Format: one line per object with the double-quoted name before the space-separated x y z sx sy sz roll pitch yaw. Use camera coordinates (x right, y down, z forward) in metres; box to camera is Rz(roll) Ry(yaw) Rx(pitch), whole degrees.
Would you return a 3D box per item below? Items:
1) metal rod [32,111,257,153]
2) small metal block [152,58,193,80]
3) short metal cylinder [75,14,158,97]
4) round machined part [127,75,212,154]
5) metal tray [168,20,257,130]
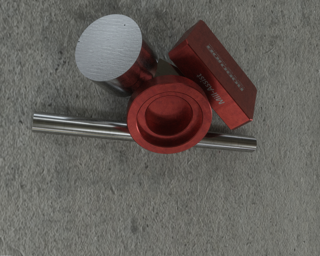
"metal rod" -0.005 0.008 0.409 0.302 0.025 0.025 6 88 -20
"small metal block" 0.008 -0.062 0.398 0.050 0.050 0.025 25 82 -19
"short metal cylinder" -0.049 -0.082 0.358 0.080 0.050 0.080 -5 74 18
"round machined part" 0.010 -0.019 0.372 0.099 0.042 0.097 -3 124 -4
"metal tray" 0.075 -0.071 0.408 0.130 0.030 0.090 47 37 -14
